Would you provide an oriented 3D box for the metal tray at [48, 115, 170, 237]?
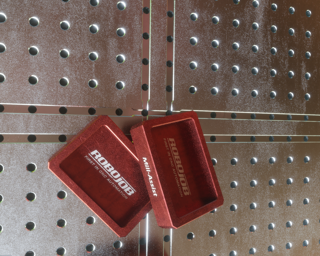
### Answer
[{"bbox_3d":[-0.061,0.059,0.387,0.090,0.030,0.130,-45,104,-15],"label":"metal tray"}]

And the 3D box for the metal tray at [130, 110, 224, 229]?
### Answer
[{"bbox_3d":[0.023,0.049,0.392,0.091,0.030,0.129,-14,85,-37],"label":"metal tray"}]
